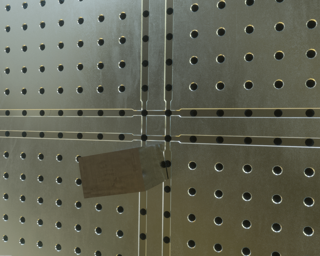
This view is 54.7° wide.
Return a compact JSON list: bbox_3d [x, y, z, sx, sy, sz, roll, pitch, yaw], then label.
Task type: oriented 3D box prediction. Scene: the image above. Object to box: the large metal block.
[{"bbox_3d":[-0.044,0.053,0.398,0.080,0.080,0.050,-11,87,19],"label":"large metal block"}]
